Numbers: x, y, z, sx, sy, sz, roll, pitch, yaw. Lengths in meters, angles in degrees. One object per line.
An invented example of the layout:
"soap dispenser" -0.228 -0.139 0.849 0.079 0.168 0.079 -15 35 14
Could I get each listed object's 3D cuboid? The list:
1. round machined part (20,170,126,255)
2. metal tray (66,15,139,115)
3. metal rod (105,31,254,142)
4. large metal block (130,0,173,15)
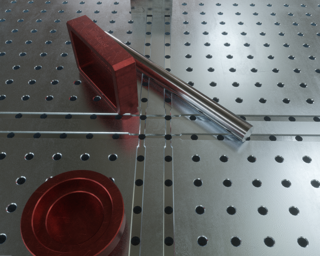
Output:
"round machined part" -0.084 0.095 0.316 0.099 0.042 0.098 0 50 0
"metal tray" -0.081 -0.089 0.439 0.030 0.089 0.130 -30 57 -23
"metal rod" 0.009 -0.074 0.469 0.300 0.025 0.025 38 59 27
"large metal block" -0.016 -0.270 0.618 0.081 0.050 0.080 1 50 0
